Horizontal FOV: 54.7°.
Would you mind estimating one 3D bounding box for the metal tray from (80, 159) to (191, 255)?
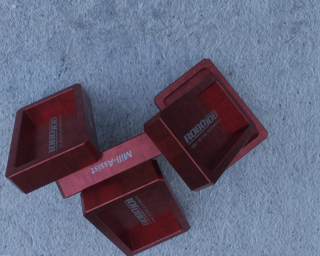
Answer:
[{"bbox_3d":[-0.023,0.100,0.367,0.090,0.030,0.130,-25,135,0],"label":"metal tray"}]

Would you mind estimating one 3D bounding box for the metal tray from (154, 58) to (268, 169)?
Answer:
[{"bbox_3d":[0.065,-0.014,0.409,0.090,0.030,0.130,-38,91,-1],"label":"metal tray"}]

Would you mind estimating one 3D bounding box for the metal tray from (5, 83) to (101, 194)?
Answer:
[{"bbox_3d":[-0.124,0.005,0.362,0.090,0.130,0.030,-24,129,-1],"label":"metal tray"}]

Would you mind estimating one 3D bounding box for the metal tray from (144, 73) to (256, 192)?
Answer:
[{"bbox_3d":[0.052,-0.001,0.356,0.090,0.030,0.131,52,45,-1],"label":"metal tray"}]

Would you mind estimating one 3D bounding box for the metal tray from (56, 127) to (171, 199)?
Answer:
[{"bbox_3d":[-0.052,0.037,0.378,0.131,0.090,0.030,-25,90,0],"label":"metal tray"}]
